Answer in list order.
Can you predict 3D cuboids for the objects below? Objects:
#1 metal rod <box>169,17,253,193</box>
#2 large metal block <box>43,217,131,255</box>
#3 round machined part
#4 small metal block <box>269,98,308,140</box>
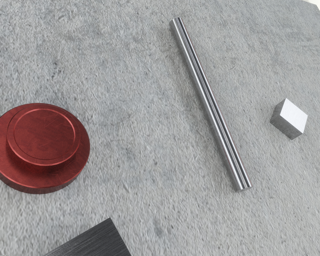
[{"bbox_3d":[0.070,-0.049,0.473,0.025,0.025,0.299,-4,64,-30],"label":"metal rod"},{"bbox_3d":[-0.065,0.138,0.269,0.081,0.050,0.080,-23,74,-36],"label":"large metal block"},{"bbox_3d":[-0.121,0.015,0.320,0.099,0.042,0.098,14,56,-21],"label":"round machined part"},{"bbox_3d":[0.224,-0.016,0.537,0.050,0.025,0.050,38,51,-3],"label":"small metal block"}]
